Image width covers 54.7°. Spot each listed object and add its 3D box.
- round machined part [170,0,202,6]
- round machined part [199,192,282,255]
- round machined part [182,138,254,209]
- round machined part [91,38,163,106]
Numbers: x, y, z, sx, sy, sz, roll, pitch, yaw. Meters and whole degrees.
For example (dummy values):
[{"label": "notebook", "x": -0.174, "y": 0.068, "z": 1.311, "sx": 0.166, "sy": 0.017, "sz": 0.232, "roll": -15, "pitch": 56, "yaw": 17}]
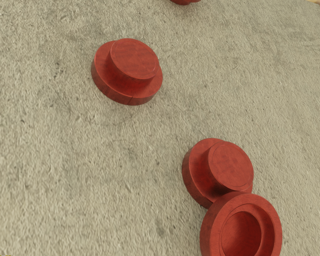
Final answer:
[{"label": "round machined part", "x": 0.039, "y": -0.269, "z": 0.578, "sx": 0.099, "sy": 0.042, "sz": 0.098, "roll": 14, "pitch": 56, "yaw": -21}, {"label": "round machined part", "x": 0.086, "y": 0.121, "z": 0.350, "sx": 0.099, "sy": 0.042, "sz": 0.097, "roll": 2, "pitch": 85, "yaw": -25}, {"label": "round machined part", "x": 0.081, "y": 0.056, "z": 0.402, "sx": 0.099, "sy": 0.042, "sz": 0.098, "roll": 14, "pitch": 56, "yaw": -21}, {"label": "round machined part", "x": -0.040, "y": -0.083, "z": 0.421, "sx": 0.099, "sy": 0.042, "sz": 0.098, "roll": 14, "pitch": 56, "yaw": -21}]
